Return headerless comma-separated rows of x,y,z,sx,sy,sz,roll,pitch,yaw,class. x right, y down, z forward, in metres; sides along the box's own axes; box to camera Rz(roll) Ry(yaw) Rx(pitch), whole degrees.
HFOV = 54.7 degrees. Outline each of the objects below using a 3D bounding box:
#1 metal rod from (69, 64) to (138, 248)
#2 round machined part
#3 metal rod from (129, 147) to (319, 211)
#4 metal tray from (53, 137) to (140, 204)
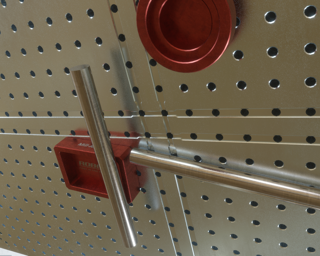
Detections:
-0.073,0.057,0.443,0.025,0.025,0.298,4,120,26,metal rod
0.029,-0.110,0.316,0.098,0.042,0.097,13,124,20,round machined part
0.099,0.067,0.399,0.301,0.025,0.025,11,123,21,metal rod
-0.101,0.067,0.500,0.130,0.030,0.089,7,122,24,metal tray
